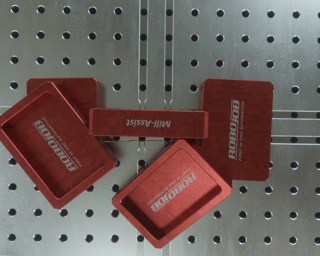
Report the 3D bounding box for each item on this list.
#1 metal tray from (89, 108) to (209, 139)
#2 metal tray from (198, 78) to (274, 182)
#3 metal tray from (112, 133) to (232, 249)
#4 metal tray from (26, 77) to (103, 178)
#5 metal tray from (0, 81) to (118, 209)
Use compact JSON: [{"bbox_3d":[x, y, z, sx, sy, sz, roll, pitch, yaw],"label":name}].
[{"bbox_3d":[-0.012,-0.005,0.380,0.131,0.090,0.030,2,90,-1],"label":"metal tray"},{"bbox_3d":[0.098,0.002,0.411,0.091,0.030,0.129,3,90,-1],"label":"metal tray"},{"bbox_3d":[0.014,0.081,0.392,0.130,0.030,0.090,-43,91,17],"label":"metal tray"},{"bbox_3d":[-0.124,0.000,0.409,0.091,0.030,0.129,-1,91,0],"label":"metal tray"},{"bbox_3d":[-0.126,0.020,0.377,0.090,0.030,0.130,-38,91,-1],"label":"metal tray"}]
